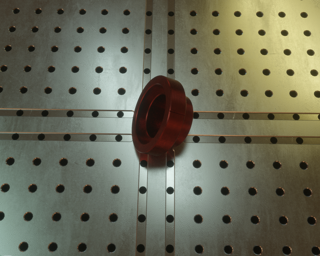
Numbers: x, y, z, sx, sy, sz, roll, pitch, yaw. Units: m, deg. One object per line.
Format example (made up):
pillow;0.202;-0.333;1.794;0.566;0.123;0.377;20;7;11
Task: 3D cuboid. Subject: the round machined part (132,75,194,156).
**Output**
round machined part;0.005;-0.013;0.388;0.042;0.098;0.098;15;67;-28
